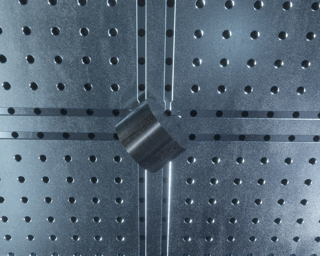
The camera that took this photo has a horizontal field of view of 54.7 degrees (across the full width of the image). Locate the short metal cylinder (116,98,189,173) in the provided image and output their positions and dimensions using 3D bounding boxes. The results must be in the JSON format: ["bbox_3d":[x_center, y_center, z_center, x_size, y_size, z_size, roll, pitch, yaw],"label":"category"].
[{"bbox_3d":[-0.009,0.009,0.387,0.050,0.080,0.080,-38,106,13],"label":"short metal cylinder"}]
